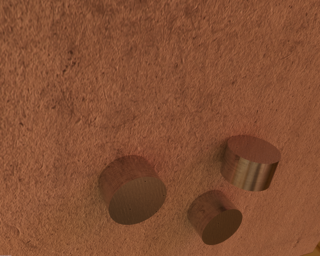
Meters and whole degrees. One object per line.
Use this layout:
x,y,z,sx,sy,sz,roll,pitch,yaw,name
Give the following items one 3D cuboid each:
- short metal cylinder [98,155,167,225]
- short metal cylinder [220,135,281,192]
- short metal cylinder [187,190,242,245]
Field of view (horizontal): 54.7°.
-0.038,0.084,0.422,0.081,0.050,0.079,-14,124,-21,short metal cylinder
0.139,0.053,0.479,0.081,0.080,0.050,-6,121,-26,short metal cylinder
0.095,0.155,0.538,0.081,0.050,0.079,-14,124,-21,short metal cylinder
